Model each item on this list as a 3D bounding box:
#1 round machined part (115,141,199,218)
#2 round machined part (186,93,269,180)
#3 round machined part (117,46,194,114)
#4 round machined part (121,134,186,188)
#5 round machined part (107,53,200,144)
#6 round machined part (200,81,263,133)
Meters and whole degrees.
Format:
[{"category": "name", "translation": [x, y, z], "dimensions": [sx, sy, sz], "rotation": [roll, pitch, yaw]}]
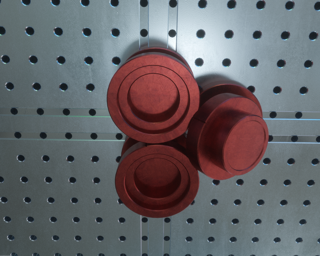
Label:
[{"category": "round machined part", "translation": [-0.003, 0.057, 0.380], "dimensions": [0.099, 0.042, 0.097], "rotation": [0, 110, 0]}, {"category": "round machined part", "translation": [0.081, 0.013, 0.342], "dimensions": [0.099, 0.042, 0.097], "rotation": [-12, 113, -30]}, {"category": "round machined part", "translation": [-0.005, -0.050, 0.387], "dimensions": [0.099, 0.042, 0.097], "rotation": [0, 110, 0]}, {"category": "round machined part", "translation": [-0.004, 0.042, 0.420], "dimensions": [0.099, 0.042, 0.097], "rotation": [0, 110, 0]}, {"category": "round machined part", "translation": [-0.007, -0.035, 0.346], "dimensions": [0.099, 0.042, 0.097], "rotation": [0, 110, 0]}, {"category": "round machined part", "translation": [0.084, -0.009, 0.402], "dimensions": [0.099, 0.042, 0.097], "rotation": [0, 110, 0]}]
